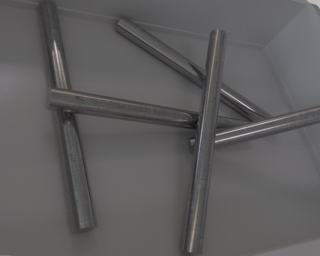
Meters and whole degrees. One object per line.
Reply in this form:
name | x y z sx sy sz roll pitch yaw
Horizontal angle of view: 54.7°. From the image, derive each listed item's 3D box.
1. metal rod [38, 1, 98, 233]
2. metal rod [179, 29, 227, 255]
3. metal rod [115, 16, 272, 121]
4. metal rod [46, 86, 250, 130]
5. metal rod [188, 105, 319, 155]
metal rod | -0.113 -0.032 0.363 0.025 0.025 0.299 -3 63 -30
metal rod | 0.060 0.001 0.397 0.025 0.025 0.299 18 67 -18
metal rod | 0.065 -0.080 0.488 0.301 0.025 0.025 32 52 -7
metal rod | 0.012 -0.015 0.402 0.302 0.025 0.025 8 58 -31
metal rod | 0.187 -0.010 0.430 0.302 0.025 0.025 -14 67 -6
